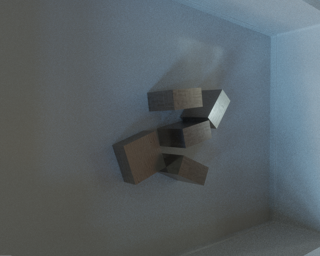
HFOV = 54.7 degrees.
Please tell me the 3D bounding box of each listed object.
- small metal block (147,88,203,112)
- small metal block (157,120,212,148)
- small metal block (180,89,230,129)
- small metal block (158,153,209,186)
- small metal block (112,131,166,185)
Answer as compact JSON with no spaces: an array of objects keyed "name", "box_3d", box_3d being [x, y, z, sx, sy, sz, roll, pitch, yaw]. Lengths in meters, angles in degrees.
[{"name":"small metal block","box_3d":[0.019,-0.037,0.406,0.050,0.050,0.025,-10,97,-40]},{"name":"small metal block","box_3d":[0.033,0.007,0.418,0.050,0.050,0.025,-17,101,-38]},{"name":"small metal block","box_3d":[0.065,-0.027,0.443,0.025,0.050,0.050,47,62,-35]},{"name":"small metal block","box_3d":[0.027,0.055,0.413,0.050,0.050,0.025,28,73,-37]},{"name":"small metal block","box_3d":[-0.025,0.035,0.385,0.050,0.025,0.050,-26,106,-37]}]
